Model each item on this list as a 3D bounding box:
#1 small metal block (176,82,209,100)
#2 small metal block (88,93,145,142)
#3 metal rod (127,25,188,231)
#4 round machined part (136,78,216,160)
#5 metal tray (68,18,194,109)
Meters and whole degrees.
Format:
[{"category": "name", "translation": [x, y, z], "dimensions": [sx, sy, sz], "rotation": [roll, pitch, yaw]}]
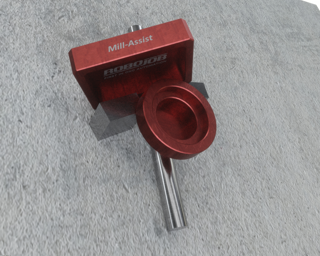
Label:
[{"category": "small metal block", "translation": [0.031, -0.040, 0.432], "dimensions": [0.050, 0.050, 0.025], "rotation": [-2, 63, -29]}, {"category": "small metal block", "translation": [-0.051, -0.013, 0.370], "dimensions": [0.050, 0.050, 0.025], "rotation": [-21, 73, -36]}, {"category": "metal rod", "translation": [-0.009, -0.018, 0.413], "dimensions": [0.025, 0.025, 0.299], "rotation": [2, 61, -28]}, {"category": "round machined part", "translation": [0.016, -0.007, 0.373], "dimensions": [0.099, 0.042, 0.098], "rotation": [14, 59, -24]}, {"category": "metal tray", "translation": [-0.028, -0.070, 0.363], "dimensions": [0.131, 0.090, 0.030], "rotation": [-17, 67, -4]}]
